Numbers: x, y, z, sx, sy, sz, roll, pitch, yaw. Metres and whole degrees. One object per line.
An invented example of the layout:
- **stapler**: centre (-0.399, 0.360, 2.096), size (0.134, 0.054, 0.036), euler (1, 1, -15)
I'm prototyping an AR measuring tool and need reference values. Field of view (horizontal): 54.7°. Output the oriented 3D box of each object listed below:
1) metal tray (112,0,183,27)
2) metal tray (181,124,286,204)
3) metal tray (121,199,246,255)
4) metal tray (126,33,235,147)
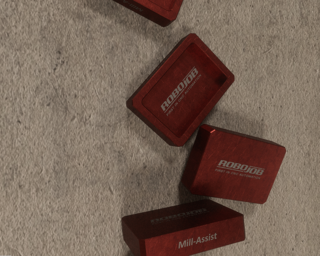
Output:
- **metal tray**: centre (-0.028, -0.201, 0.396), size (0.131, 0.030, 0.090), euler (22, 82, -19)
- **metal tray**: centre (0.104, 0.052, 0.430), size (0.131, 0.030, 0.089), euler (13, 100, -24)
- **metal tray**: centre (0.026, 0.124, 0.385), size (0.131, 0.090, 0.030), euler (-6, 93, -20)
- **metal tray**: centre (0.030, -0.050, 0.418), size (0.090, 0.030, 0.130), euler (43, 76, -15)
